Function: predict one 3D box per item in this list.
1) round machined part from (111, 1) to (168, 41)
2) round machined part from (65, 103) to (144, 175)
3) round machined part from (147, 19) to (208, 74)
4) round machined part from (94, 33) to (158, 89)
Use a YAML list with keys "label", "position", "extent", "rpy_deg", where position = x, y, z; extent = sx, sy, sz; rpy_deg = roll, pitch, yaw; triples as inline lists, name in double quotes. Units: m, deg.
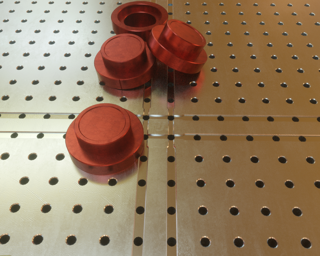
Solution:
- label: "round machined part"
  position: [-0.035, -0.181, 0.549]
  extent: [0.099, 0.042, 0.098]
  rpy_deg: [0, 50, 0]
- label: "round machined part"
  position: [-0.070, 0.007, 0.391]
  extent: [0.099, 0.042, 0.098]
  rpy_deg: [0, 50, 0]
- label: "round machined part"
  position: [0.032, -0.132, 0.483]
  extent: [0.099, 0.042, 0.098]
  rpy_deg: [20, 39, -17]
- label: "round machined part"
  position: [-0.054, -0.110, 0.483]
  extent: [0.098, 0.042, 0.098]
  rpy_deg: [-2, 53, 4]
